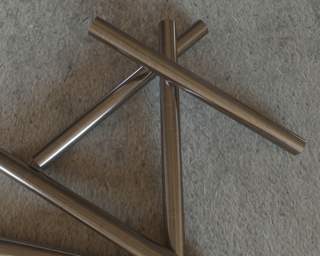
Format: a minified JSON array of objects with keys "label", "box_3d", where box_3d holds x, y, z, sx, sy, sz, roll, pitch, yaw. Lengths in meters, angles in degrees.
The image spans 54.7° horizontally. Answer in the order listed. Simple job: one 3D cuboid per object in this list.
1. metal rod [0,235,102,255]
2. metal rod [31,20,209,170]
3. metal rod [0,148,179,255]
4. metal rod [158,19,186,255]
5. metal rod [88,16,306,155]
[{"label":"metal rod","box_3d":[-0.081,0.155,0.350,0.302,0.025,0.025,10,70,3]},{"label":"metal rod","box_3d":[-0.045,-0.054,0.427,0.301,0.025,0.025,-42,76,-14]},{"label":"metal rod","box_3d":[-0.078,0.102,0.356,0.301,0.025,0.025,27,72,14]},{"label":"metal rod","box_3d":[0.013,0.001,0.392,0.025,0.025,0.299,-1,76,-1]},{"label":"metal rod","box_3d":[0.050,-0.049,0.387,0.301,0.025,0.025,30,72,-6]}]
